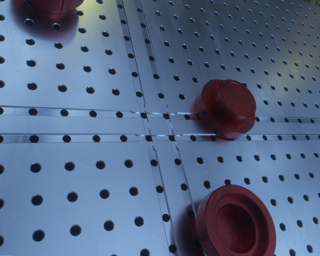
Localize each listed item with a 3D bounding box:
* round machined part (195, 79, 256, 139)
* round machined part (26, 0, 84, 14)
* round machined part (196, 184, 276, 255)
[{"bbox_3d":[0.107,-0.036,0.476,0.099,0.042,0.098,13,56,-21],"label":"round machined part"},{"bbox_3d":[-0.155,-0.201,0.436,0.099,0.042,0.098,13,56,-21],"label":"round machined part"},{"bbox_3d":[0.085,0.121,0.369,0.099,0.042,0.098,13,56,-21],"label":"round machined part"}]
